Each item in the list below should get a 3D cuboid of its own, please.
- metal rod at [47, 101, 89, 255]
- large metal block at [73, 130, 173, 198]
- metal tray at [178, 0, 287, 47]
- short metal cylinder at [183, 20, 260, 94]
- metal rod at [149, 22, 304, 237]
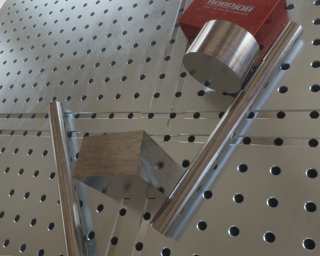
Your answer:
[{"bbox_3d":[-0.130,0.073,0.431,0.025,0.025,0.300,-30,52,9],"label":"metal rod"},{"bbox_3d":[-0.040,0.047,0.365,0.080,0.080,0.050,-7,59,25],"label":"large metal block"},{"bbox_3d":[0.103,-0.165,0.453,0.130,0.030,0.090,29,77,37],"label":"metal tray"},{"bbox_3d":[0.076,-0.087,0.387,0.080,0.080,0.050,22,74,36],"label":"short metal cylinder"},{"bbox_3d":[0.085,-0.007,0.367,0.025,0.025,0.300,28,76,37],"label":"metal rod"}]
